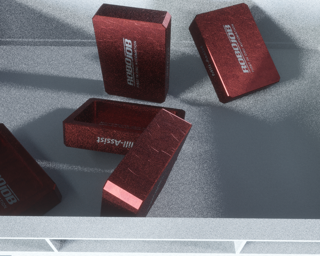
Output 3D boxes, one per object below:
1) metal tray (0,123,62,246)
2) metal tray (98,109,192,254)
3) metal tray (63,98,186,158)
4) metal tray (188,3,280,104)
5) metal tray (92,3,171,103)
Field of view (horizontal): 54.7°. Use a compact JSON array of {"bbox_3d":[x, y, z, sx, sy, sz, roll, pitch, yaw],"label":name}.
[{"bbox_3d":[-0.186,0.060,0.348,0.091,0.030,0.130,-37,59,-27],"label":"metal tray"},{"bbox_3d":[-0.017,0.054,0.287,0.030,0.129,0.090,29,53,8],"label":"metal tray"},{"bbox_3d":[-0.038,-0.002,0.379,0.131,0.030,0.090,8,25,6],"label":"metal tray"},{"bbox_3d":[0.109,-0.111,0.456,0.091,0.030,0.129,-20,84,-17],"label":"metal tray"},{"bbox_3d":[-0.034,-0.095,0.416,0.090,0.129,0.030,10,51,8],"label":"metal tray"}]
